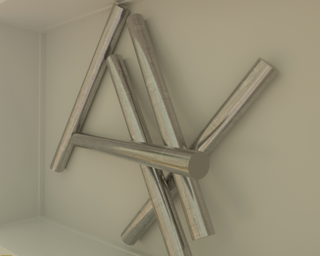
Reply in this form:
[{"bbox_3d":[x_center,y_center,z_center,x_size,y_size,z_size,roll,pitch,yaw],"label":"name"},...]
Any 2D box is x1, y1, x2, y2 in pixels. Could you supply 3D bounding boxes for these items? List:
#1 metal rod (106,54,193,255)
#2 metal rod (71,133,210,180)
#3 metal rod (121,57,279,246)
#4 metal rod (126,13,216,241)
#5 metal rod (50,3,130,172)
[{"bbox_3d":[-0.021,0.025,0.397,0.025,0.025,0.299,-38,59,33],"label":"metal rod"},{"bbox_3d":[-0.051,0.026,0.394,0.299,0.025,0.025,5,93,55],"label":"metal rod"},{"bbox_3d":[0.033,0.046,0.377,0.025,0.025,0.298,50,119,28],"label":"metal rod"},{"bbox_3d":[0.005,-0.019,0.376,0.025,0.025,0.299,-34,62,34],"label":"metal rod"},{"bbox_3d":[-0.120,-0.052,0.502,0.025,0.025,0.298,41,115,32],"label":"metal rod"}]
